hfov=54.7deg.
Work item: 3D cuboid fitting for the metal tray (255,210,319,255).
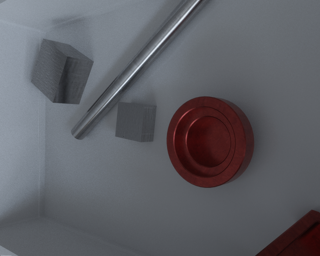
[{"bbox_3d":[0.117,0.129,0.239,0.090,0.131,0.030,50,136,28],"label":"metal tray"}]

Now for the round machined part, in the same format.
[{"bbox_3d":[0.059,0.015,0.346,0.098,0.042,0.097,0,90,39],"label":"round machined part"}]

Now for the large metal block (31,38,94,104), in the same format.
[{"bbox_3d":[-0.167,-0.095,0.525,0.080,0.050,0.079,37,112,33],"label":"large metal block"}]

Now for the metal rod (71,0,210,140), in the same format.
[{"bbox_3d":[-0.042,-0.076,0.438,0.299,0.025,0.025,-42,65,31],"label":"metal rod"}]

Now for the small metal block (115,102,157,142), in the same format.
[{"bbox_3d":[-0.034,-0.009,0.433,0.050,0.025,0.050,10,96,39],"label":"small metal block"}]
